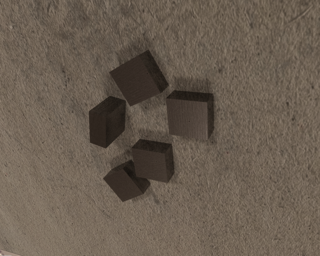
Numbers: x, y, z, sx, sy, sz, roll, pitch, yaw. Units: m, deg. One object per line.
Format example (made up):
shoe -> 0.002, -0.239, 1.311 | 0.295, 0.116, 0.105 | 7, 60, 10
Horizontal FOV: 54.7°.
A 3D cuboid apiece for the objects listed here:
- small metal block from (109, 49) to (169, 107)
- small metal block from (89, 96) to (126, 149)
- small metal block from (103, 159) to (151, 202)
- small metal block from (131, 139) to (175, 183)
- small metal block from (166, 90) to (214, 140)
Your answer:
small metal block -> -0.026, -0.061, 0.381 | 0.050, 0.025, 0.050 | -20, 108, 35
small metal block -> -0.071, -0.009, 0.421 | 0.025, 0.050, 0.050 | 19, 126, 17
small metal block -> -0.052, 0.083, 0.484 | 0.050, 0.025, 0.050 | -29, 103, 37
small metal block -> -0.009, 0.046, 0.439 | 0.050, 0.025, 0.050 | 8, 122, 24
small metal block -> 0.037, -0.016, 0.376 | 0.050, 0.025, 0.050 | 8, 122, 23
